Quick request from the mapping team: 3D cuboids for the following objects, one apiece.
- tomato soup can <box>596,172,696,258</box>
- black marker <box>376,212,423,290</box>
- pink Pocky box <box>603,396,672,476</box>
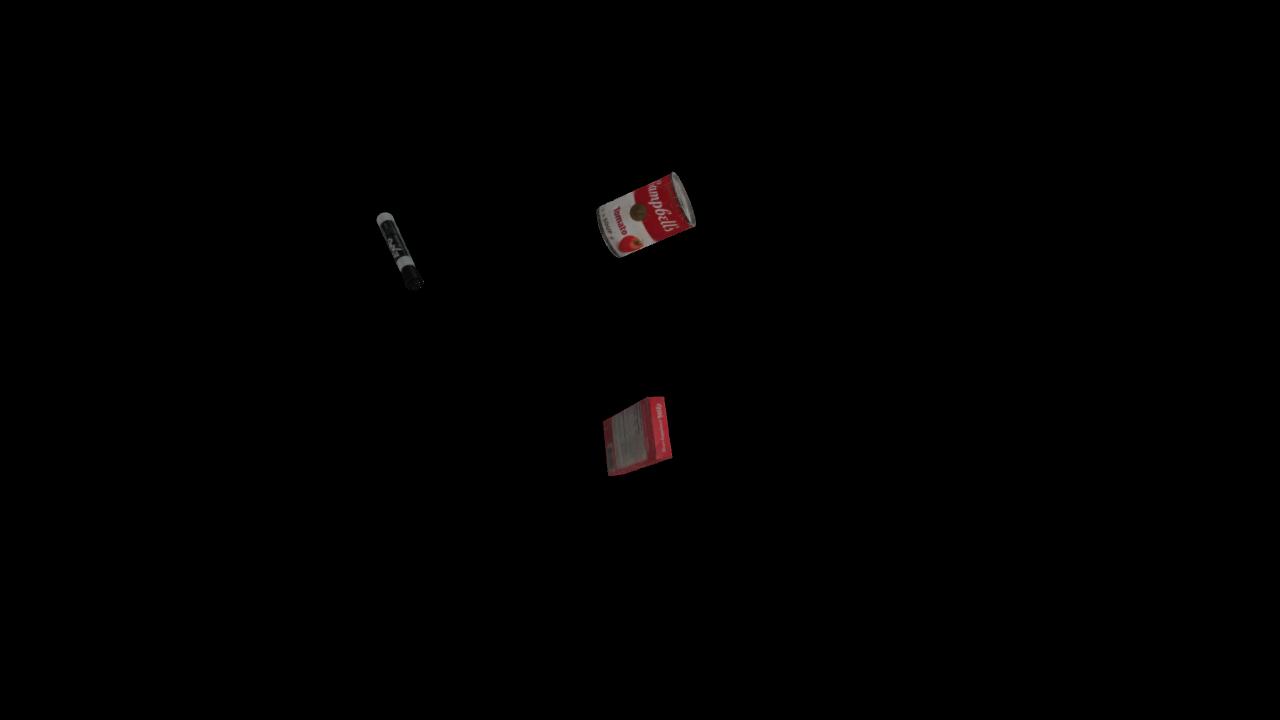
[{"bbox_3d":[0.007,-0.170,0.726,0.101,0.068,0.068,-19,-7,19],"label":"tomato soup can"},{"bbox_3d":[-0.264,-0.119,0.675,0.020,0.121,0.020,-24,-32,-16],"label":"black marker"},{"bbox_3d":[-0.007,0.109,0.859,0.029,0.084,0.155,1,-18,-27],"label":"pink Pocky box"}]
